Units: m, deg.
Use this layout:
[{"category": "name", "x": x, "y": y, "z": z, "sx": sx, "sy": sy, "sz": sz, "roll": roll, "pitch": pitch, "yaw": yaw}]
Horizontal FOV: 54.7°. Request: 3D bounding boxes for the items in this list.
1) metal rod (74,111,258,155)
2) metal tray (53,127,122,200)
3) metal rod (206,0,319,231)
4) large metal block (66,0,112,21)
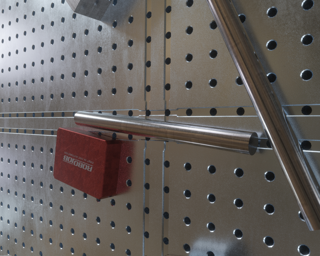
[{"category": "metal rod", "x": -0.017, "y": 0.000, "z": 0.421, "sx": 0.300, "sy": 0.025, "sz": 0.025, "roll": 8, "pitch": 95, "yaw": 39}, {"category": "metal tray", "x": -0.121, "y": 0.053, "z": 0.503, "sx": 0.130, "sy": 0.030, "sz": 0.089, "roll": 12, "pitch": 97, "yaw": 39}, {"category": "metal rod", "x": 0.102, "y": -0.046, "z": 0.324, "sx": 0.025, "sy": 0.025, "sz": 0.299, "roll": -31, "pitch": 71, "yaw": 35}, {"category": "large metal block", "x": -0.111, "y": -0.230, "z": 0.482, "sx": 0.080, "sy": 0.050, "sz": 0.080, "roll": -50, "pitch": 61, "yaw": 28}]
